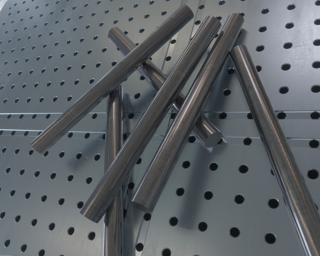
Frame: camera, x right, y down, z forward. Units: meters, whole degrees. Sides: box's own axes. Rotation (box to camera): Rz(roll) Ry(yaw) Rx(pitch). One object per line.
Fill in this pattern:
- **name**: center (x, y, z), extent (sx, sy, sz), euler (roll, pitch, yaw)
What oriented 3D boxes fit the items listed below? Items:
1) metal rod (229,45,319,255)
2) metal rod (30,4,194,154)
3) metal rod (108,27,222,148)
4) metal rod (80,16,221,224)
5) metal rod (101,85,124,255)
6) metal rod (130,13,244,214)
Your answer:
- **metal rod**: center (0.124, 0.020, 0.330), extent (0.025, 0.025, 0.300), euler (-20, 54, 16)
- **metal rod**: center (-0.068, -0.072, 0.456), extent (0.300, 0.025, 0.025), euler (-43, 51, -1)
- **metal rod**: center (-0.009, -0.078, 0.461), extent (0.025, 0.025, 0.300), euler (-39, 51, 2)
- **metal rod**: center (-0.004, -0.021, 0.390), extent (0.025, 0.025, 0.300), euler (22, 73, 36)
- **metal rod**: center (-0.060, 0.064, 0.401), extent (0.025, 0.025, 0.300), euler (-17, 55, 18)
- **metal rod**: center (0.045, -0.038, 0.379), extent (0.025, 0.025, 0.300), euler (10, 57, 32)
